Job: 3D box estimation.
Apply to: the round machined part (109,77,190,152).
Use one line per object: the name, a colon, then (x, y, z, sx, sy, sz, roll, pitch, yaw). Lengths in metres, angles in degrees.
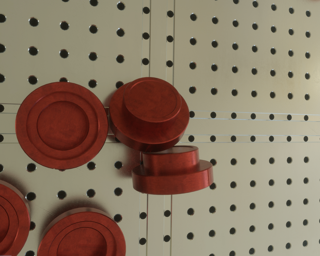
round machined part: (-0.012, -0.023, 0.374, 0.099, 0.042, 0.098, 6, 55, -8)

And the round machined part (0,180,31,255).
round machined part: (-0.192, 0.102, 0.333, 0.099, 0.042, 0.097, 0, 90, -20)

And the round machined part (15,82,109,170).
round machined part: (-0.113, -0.003, 0.362, 0.099, 0.042, 0.097, 0, 91, -20)

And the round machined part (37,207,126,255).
round machined part: (-0.093, 0.143, 0.369, 0.099, 0.042, 0.097, 0, 90, -20)

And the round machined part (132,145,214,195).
round machined part: (0.015, 0.047, 0.378, 0.099, 0.098, 0.042, -6, 95, -20)
